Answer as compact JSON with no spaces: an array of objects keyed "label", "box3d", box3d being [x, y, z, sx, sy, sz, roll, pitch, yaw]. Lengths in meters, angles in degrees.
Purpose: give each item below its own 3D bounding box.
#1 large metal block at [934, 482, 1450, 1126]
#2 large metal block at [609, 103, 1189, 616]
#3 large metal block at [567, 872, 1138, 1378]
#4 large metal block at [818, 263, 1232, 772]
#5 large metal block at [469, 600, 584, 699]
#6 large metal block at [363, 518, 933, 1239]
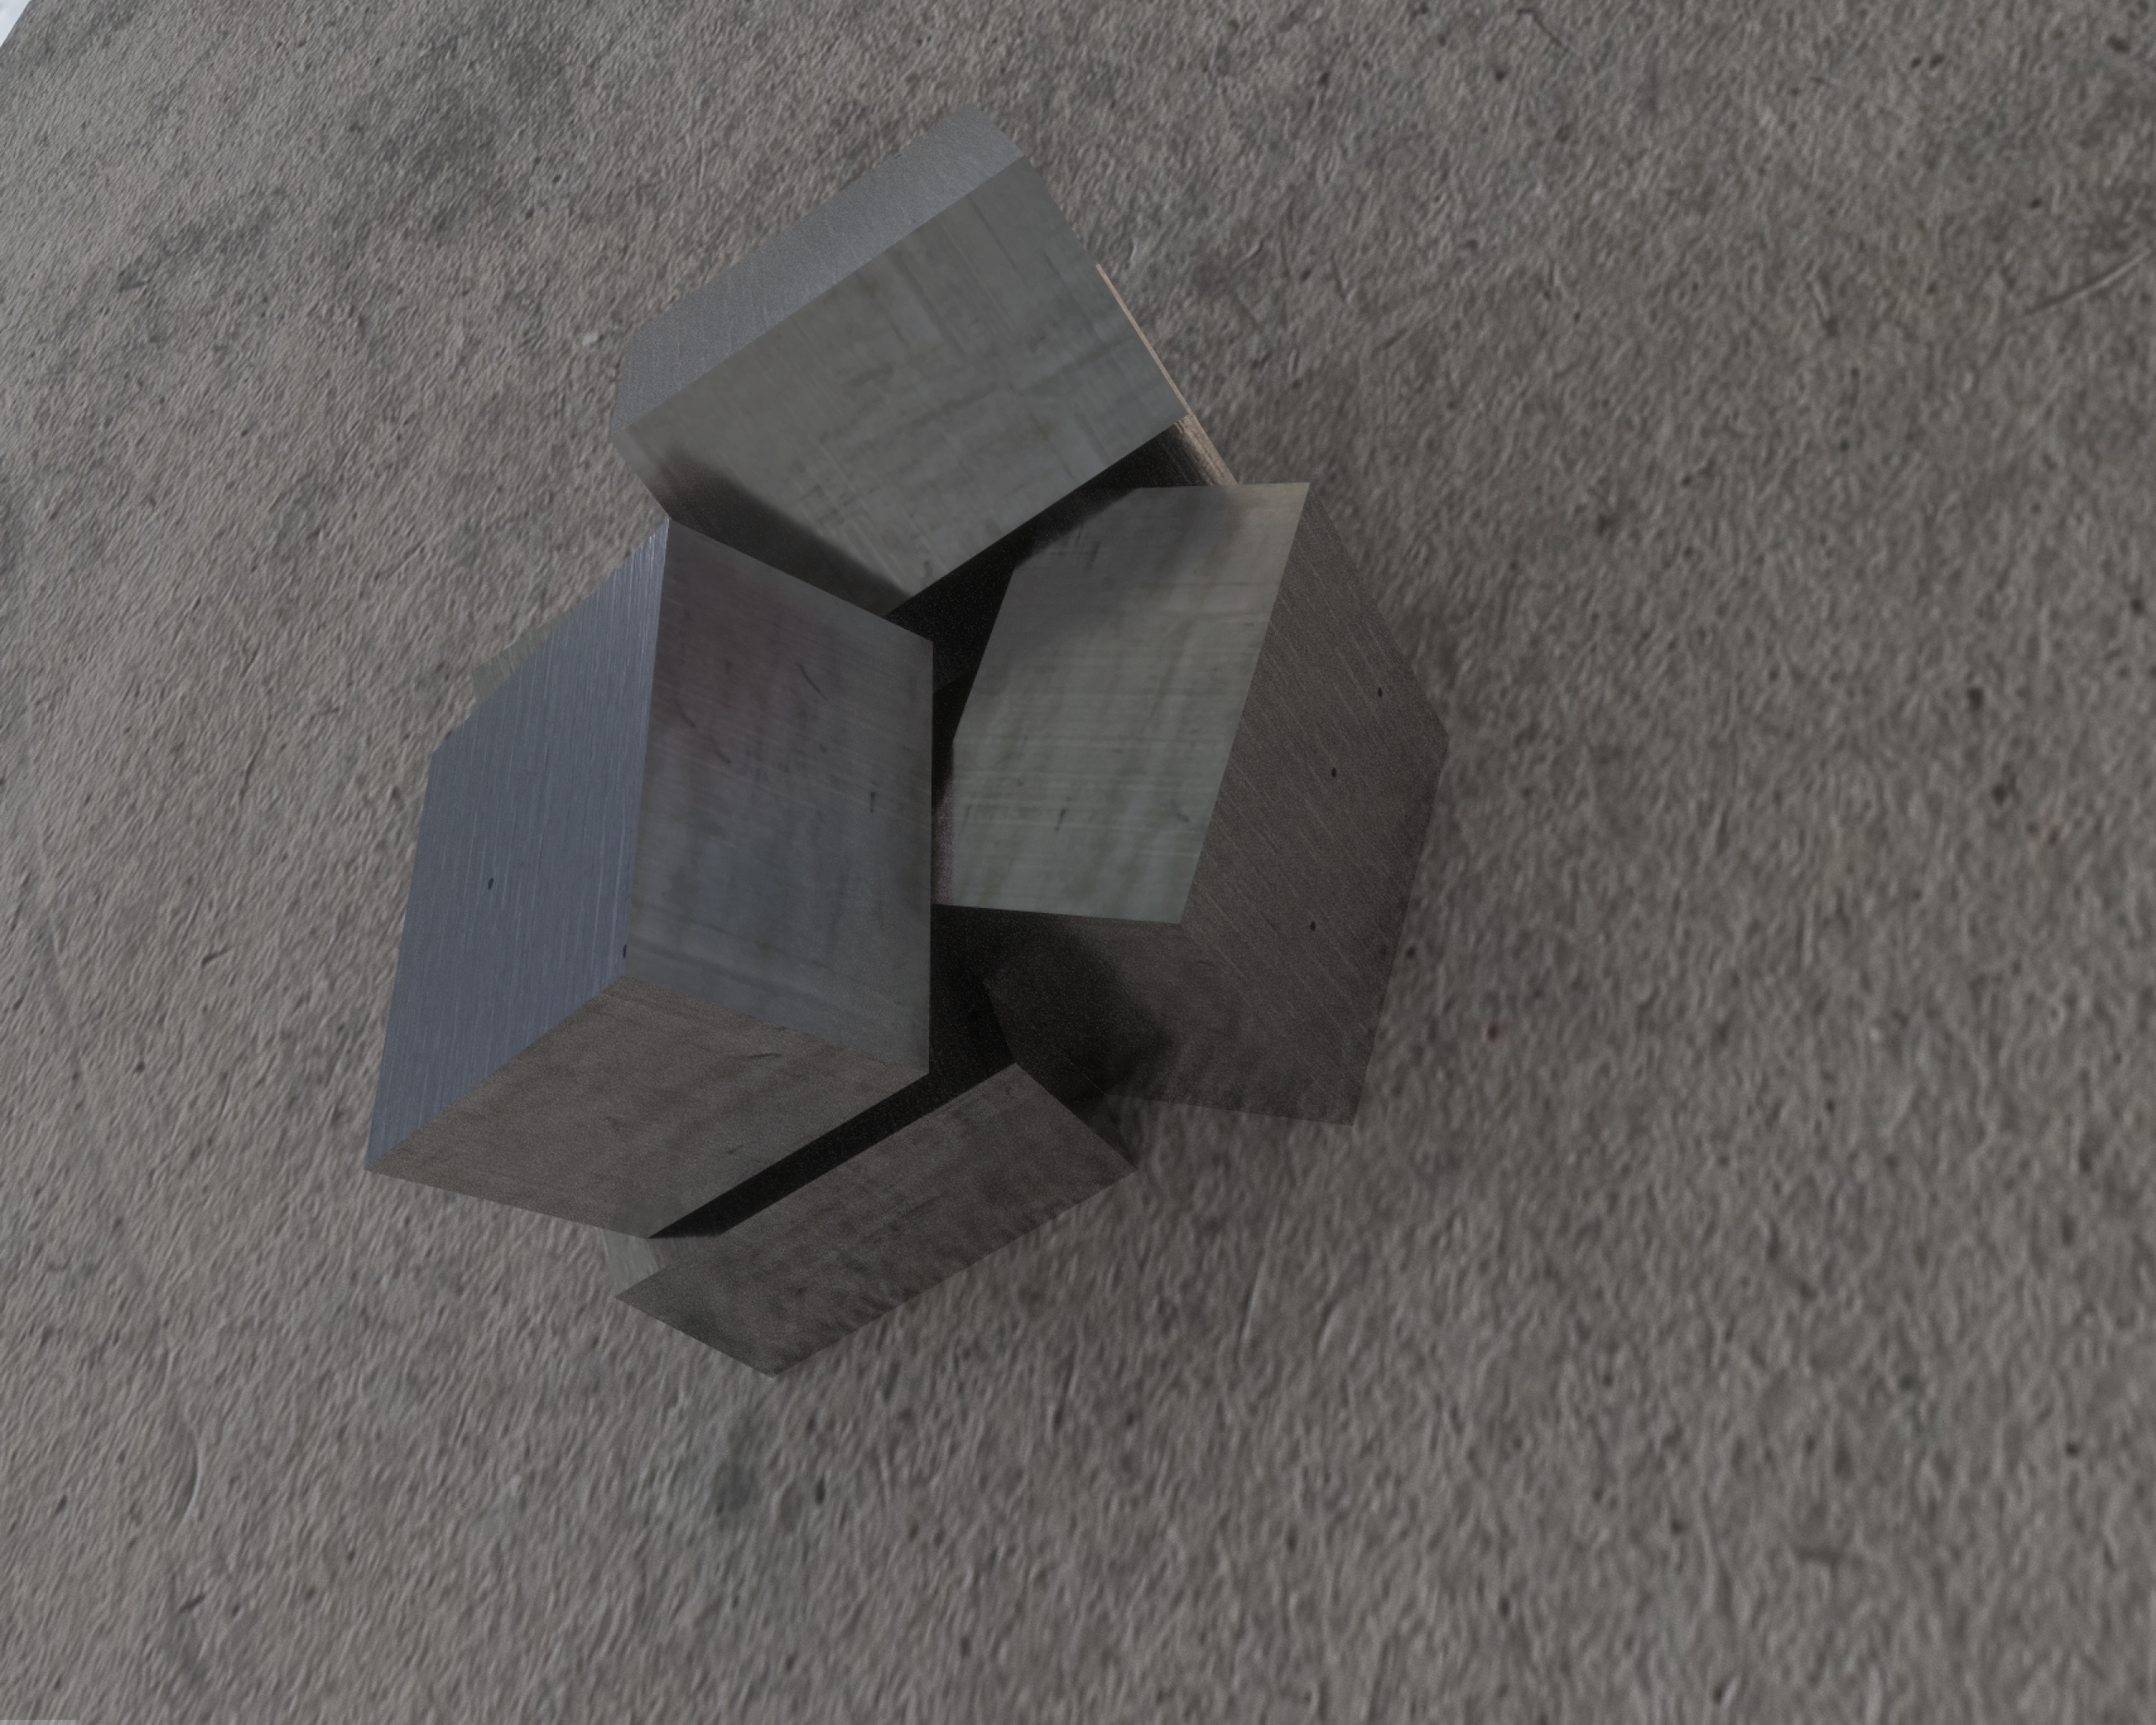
[{"label":"large metal block","box3d":[0.021,-0.009,0.363,0.050,0.080,0.080,4,64,30]},{"label":"large metal block","box3d":[-0.034,-0.089,0.377,0.080,0.050,0.080,-33,26,7]},{"label":"large metal block","box3d":[-0.047,0.036,0.390,0.080,0.050,0.080,-31,52,8]},{"label":"large metal block","box3d":[-0.006,-0.063,0.430,0.080,0.050,0.080,-31,52,8]},{"label":"large metal block","box3d":[-0.074,-0.021,0.440,0.080,0.050,0.080,-31,52,8]},{"label":"large metal block","box3d":[-0.068,0.006,0.337,0.080,0.050,0.080,-33,47,39]}]
